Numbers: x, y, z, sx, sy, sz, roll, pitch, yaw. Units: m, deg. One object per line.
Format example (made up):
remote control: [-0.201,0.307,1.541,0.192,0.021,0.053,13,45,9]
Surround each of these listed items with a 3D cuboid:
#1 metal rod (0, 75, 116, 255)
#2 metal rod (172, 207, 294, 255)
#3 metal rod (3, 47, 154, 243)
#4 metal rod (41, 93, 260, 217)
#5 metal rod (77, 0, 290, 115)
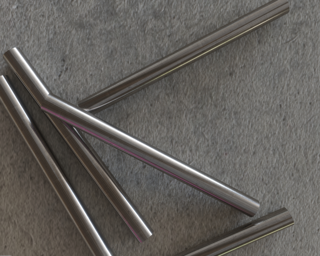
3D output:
metal rod: [-0.135,0.066,0.408,0.025,0.025,0.299,-31,90,0]
metal rod: [0.033,0.177,0.410,0.301,0.025,0.025,-23,90,-1]
metal rod: [-0.107,0.023,0.408,0.025,0.025,0.299,-36,90,0]
metal rod: [-0.008,0.037,0.397,0.301,0.025,0.025,28,90,-6]
metal rod: [0.031,-0.094,0.410,0.301,0.025,0.025,-28,90,-1]
